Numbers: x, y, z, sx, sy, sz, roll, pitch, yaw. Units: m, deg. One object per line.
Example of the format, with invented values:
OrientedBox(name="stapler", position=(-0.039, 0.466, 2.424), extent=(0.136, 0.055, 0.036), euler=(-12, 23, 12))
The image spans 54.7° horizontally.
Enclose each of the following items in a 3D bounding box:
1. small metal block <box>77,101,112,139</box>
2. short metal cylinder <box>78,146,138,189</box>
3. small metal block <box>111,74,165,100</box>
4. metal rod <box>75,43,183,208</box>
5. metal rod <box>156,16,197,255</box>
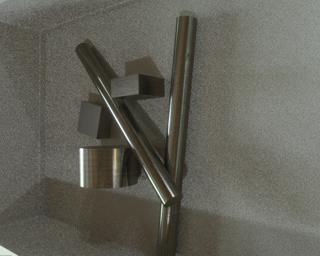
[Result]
OrientedBox(name="small metal block", position=(-0.102, -0.013, 0.488), extent=(0.050, 0.025, 0.050), euler=(17, 101, 38))
OrientedBox(name="short metal cylinder", position=(-0.071, 0.051, 0.427), extent=(0.080, 0.081, 0.050), euler=(-1, 90, 39))
OrientedBox(name="small metal block", position=(-0.029, -0.053, 0.413), extent=(0.050, 0.050, 0.025), euler=(-2, 89, 39))
OrientedBox(name="metal rod", position=(-0.056, -0.023, 0.431), extent=(0.025, 0.025, 0.300), euler=(-52, 54, 27))
OrientedBox(name="metal rod", position=(0.020, 0.015, 0.388), extent=(0.025, 0.025, 0.298), euler=(8, 95, 39))
